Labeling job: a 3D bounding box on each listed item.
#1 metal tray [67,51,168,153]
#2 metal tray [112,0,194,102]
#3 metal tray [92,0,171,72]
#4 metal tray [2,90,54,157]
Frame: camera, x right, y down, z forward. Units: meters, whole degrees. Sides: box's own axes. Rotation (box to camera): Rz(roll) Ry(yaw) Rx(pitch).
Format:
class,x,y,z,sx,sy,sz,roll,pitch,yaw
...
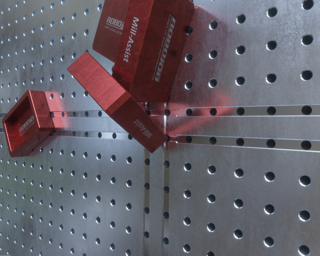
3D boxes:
class,x,y,z,sx,sy,sz,roll,pitch,yaw
metal tray,-0.047,-0.026,0.379,0.030,0.130,0.090,-44,60,-2
metal tray,-0.008,-0.097,0.369,0.030,0.091,0.129,22,104,27
metal tray,-0.045,-0.133,0.420,0.130,0.030,0.089,38,114,49
metal tray,-0.268,-0.007,0.623,0.130,0.030,0.090,-34,70,34
